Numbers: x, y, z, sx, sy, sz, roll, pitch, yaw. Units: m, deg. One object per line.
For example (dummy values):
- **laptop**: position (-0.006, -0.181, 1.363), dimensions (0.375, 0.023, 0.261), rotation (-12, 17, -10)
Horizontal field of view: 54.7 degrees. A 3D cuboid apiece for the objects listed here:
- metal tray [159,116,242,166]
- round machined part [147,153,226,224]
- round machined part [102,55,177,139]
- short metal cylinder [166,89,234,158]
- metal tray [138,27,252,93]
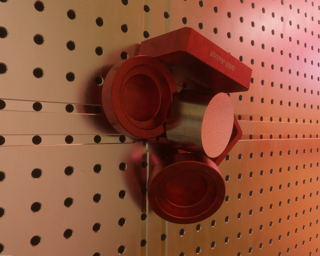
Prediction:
- **metal tray**: position (0.066, 0.013, 0.463), dimensions (0.131, 0.030, 0.090), rotation (-44, 117, -31)
- **round machined part**: position (0.033, 0.074, 0.405), dimensions (0.099, 0.042, 0.097), rotation (-1, 115, -2)
- **round machined part**: position (-0.028, -0.036, 0.377), dimensions (0.099, 0.042, 0.097), rotation (0, 90, -40)
- **short metal cylinder**: position (0.052, -0.007, 0.390), dimensions (0.081, 0.050, 0.079), rotation (-17, 112, -49)
- **metal tray**: position (0.047, -0.081, 0.408), dimensions (0.131, 0.090, 0.030), rotation (19, 78, -39)
